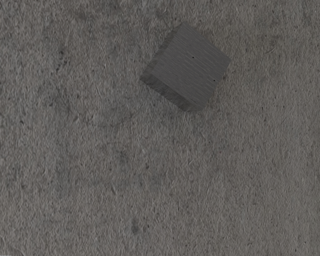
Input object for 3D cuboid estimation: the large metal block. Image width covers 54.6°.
[{"bbox_3d":[0.033,-0.077,0.407,0.080,0.050,0.080,34,79,-17],"label":"large metal block"}]
